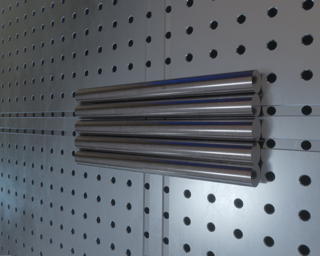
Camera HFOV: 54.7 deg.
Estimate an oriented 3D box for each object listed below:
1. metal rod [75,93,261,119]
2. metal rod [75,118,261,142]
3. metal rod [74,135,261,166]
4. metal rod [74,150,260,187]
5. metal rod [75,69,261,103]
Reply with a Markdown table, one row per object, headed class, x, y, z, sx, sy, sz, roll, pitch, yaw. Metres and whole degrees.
| class | x | y | z | sx | sy | sz | roll | pitch | yaw |
| --- | --- | --- | --- | --- | --- | --- | --- | --- | --- |
| metal rod | -0.015 | -0.025 | 0.420 | 0.300 | 0.025 | 0.025 | 1 | 91 | 39 |
| metal rod | -0.015 | 0.000 | 0.419 | 0.300 | 0.025 | 0.025 | 1 | 91 | 39 |
| metal rod | -0.015 | 0.025 | 0.420 | 0.300 | 0.025 | 0.025 | 1 | 91 | 39 |
| metal rod | -0.016 | 0.049 | 0.420 | 0.300 | 0.025 | 0.025 | 0 | 90 | 39 |
| metal rod | -0.015 | -0.051 | 0.419 | 0.300 | 0.025 | 0.025 | 1 | 91 | 39 |
